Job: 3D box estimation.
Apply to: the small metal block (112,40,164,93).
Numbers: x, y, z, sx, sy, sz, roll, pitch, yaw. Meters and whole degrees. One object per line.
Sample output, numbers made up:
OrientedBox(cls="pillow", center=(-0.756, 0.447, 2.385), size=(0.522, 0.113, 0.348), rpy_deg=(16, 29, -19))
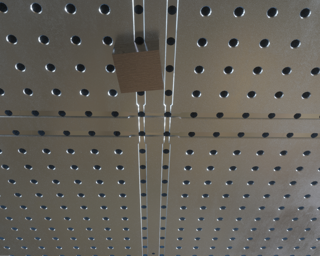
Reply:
OrientedBox(cls="small metal block", center=(-0.023, -0.069, 0.352), size=(0.050, 0.025, 0.050), rpy_deg=(-5, 130, 4))
